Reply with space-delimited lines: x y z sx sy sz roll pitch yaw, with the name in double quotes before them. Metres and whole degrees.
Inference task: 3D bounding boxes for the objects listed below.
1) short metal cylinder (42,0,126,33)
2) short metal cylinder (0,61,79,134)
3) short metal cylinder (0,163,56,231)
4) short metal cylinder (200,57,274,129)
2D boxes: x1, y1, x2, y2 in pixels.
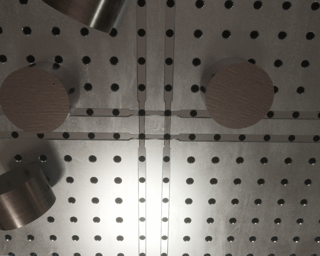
"short metal cylinder" -0.079 -0.144 0.330 0.080 0.080 0.050 26 108 -10
"short metal cylinder" -0.146 -0.039 0.384 0.081 0.050 0.079 0 110 -1
"short metal cylinder" -0.189 0.090 0.415 0.080 0.080 0.050 -16 110 5
"short metal cylinder" 0.093 -0.045 0.385 0.081 0.050 0.079 0 110 -1
